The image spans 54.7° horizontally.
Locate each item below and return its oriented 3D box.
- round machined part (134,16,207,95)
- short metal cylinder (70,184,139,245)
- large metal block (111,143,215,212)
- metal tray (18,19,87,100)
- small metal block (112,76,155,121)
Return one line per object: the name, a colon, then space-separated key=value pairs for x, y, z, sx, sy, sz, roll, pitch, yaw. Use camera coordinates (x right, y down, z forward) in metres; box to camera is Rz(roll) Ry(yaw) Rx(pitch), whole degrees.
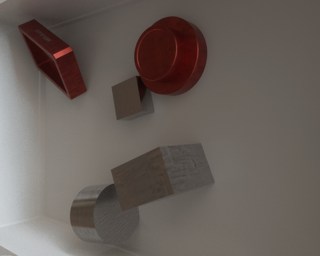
round machined part: x=0.006 y=-0.091 z=0.389 sx=0.098 sy=0.042 sz=0.097 roll=0 pitch=90 yaw=39
short metal cylinder: x=-0.076 y=0.119 z=0.431 sx=0.050 sy=0.081 sz=0.080 roll=-13 pitch=82 yaw=39
large metal block: x=0.004 y=0.057 z=0.366 sx=0.080 sy=0.081 sz=0.050 roll=-28 pitch=73 yaw=36
metal tray: x=-0.179 y=-0.114 z=0.515 sx=0.130 sy=0.030 sz=0.090 roll=38 pitch=152 yaw=32
small metal block: x=-0.039 y=-0.041 z=0.437 sx=0.050 sy=0.025 sz=0.050 roll=-16 pitch=80 yaw=38
